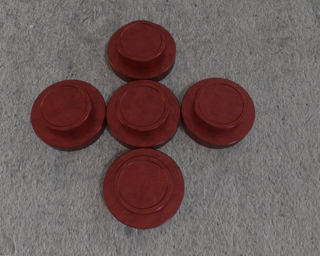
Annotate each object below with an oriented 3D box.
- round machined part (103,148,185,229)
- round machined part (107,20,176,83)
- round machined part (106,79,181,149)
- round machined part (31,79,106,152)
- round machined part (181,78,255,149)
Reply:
[{"bbox_3d":[-0.019,0.071,0.374,0.099,0.042,0.098,0,70,-1],"label":"round machined part"},{"bbox_3d":[-0.026,-0.113,0.442,0.099,0.042,0.098,0,70,-1],"label":"round machined part"},{"bbox_3d":[-0.022,-0.021,0.408,0.099,0.042,0.098,0,70,-1],"label":"round machined part"},{"bbox_3d":[-0.120,-0.021,0.407,0.099,0.042,0.098,0,70,-1],"label":"round machined part"},{"bbox_3d":[0.077,-0.024,0.410,0.099,0.042,0.098,0,70,-1],"label":"round machined part"}]
